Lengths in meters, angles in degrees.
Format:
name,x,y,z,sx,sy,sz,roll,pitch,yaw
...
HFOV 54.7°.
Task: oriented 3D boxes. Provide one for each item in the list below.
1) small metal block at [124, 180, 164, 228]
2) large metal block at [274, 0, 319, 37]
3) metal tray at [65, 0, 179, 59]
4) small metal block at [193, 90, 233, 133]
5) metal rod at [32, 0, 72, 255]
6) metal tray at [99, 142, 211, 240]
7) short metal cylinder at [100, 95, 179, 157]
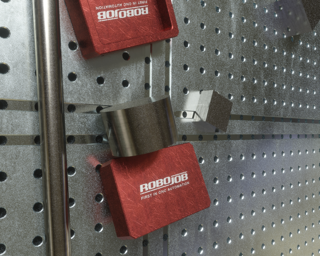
name,x,y,z,sx,sy,sz,roll,pitch,yaw
small metal block,-0.016,0.094,0.396,0.050,0.025,0.050,-24,105,-37
large metal block,0.287,-0.248,0.632,0.080,0.050,0.080,-50,120,-28
metal tray,-0.042,-0.141,0.370,0.131,0.030,0.089,-26,106,-37
small metal block,0.083,-0.025,0.478,0.050,0.025,0.050,25,74,-37
metal rod,-0.110,-0.010,0.316,0.025,0.025,0.298,-4,93,-40
metal tray,-0.002,0.073,0.387,0.131,0.030,0.090,-9,78,-40
short metal cylinder,-0.023,-0.004,0.354,0.081,0.080,0.050,-21,104,-38
